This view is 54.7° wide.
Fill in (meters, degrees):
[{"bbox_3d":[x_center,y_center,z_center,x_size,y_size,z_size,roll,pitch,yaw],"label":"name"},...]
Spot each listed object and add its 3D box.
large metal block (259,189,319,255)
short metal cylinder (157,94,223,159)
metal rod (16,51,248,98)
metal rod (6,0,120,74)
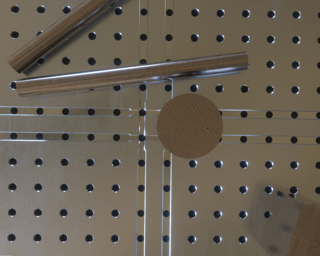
[{"bbox_3d":[0.173,0.130,0.388,0.050,0.080,0.080,17,90,0],"label":"large metal block"},{"bbox_3d":[0.036,-0.002,0.401,0.081,0.050,0.079,0,90,-1],"label":"short metal cylinder"},{"bbox_3d":[-0.035,-0.071,0.412,0.302,0.025,0.025,-7,90,-1],"label":"metal rod"},{"bbox_3d":[-0.074,-0.172,0.412,0.301,0.025,0.025,-37,90,-1],"label":"metal rod"}]
